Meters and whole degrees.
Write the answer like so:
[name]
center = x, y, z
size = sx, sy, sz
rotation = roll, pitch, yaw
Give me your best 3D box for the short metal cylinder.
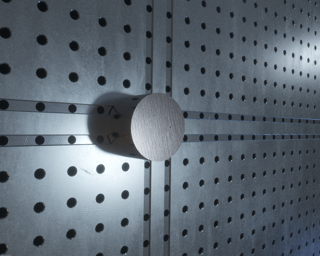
[short metal cylinder]
center = -0.016, -0.001, 0.378
size = 0.081, 0.050, 0.080
rotation = 0, 91, -40
